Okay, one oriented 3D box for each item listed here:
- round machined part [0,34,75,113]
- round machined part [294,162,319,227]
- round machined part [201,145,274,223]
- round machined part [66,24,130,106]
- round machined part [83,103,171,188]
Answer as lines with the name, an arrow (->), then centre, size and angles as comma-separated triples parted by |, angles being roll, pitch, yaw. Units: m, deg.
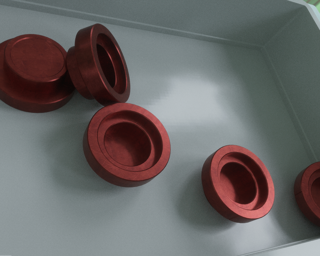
round machined part -> -0.144, -0.070, 0.360 | 0.099, 0.042, 0.098 | 14, 56, -21
round machined part -> 0.244, 0.102, 0.455 | 0.099, 0.042, 0.098 | 3, 61, -6
round machined part -> 0.096, 0.075, 0.403 | 0.099, 0.042, 0.098 | 14, 56, -21
round machined part -> -0.076, -0.072, 0.377 | 0.098, 0.042, 0.097 | -15, 90, -75
round machined part -> -0.041, 0.022, 0.360 | 0.099, 0.042, 0.098 | 14, 56, -21
